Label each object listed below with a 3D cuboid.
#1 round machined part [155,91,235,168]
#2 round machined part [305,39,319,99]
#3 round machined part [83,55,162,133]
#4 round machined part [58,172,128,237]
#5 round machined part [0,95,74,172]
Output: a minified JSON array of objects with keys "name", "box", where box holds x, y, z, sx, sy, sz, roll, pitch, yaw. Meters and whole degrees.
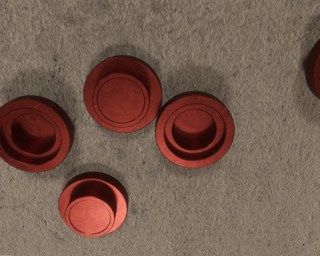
[{"name":"round machined part","box":[0.043,-0.001,0.401,0.099,0.042,0.097,0,110,-1]},{"name":"round machined part","box":[0.225,-0.076,0.376,0.099,0.042,0.097,0,110,-1]},{"name":"round machined part","box":[-0.046,-0.039,0.386,0.099,0.042,0.097,0,110,-1]},{"name":"round machined part","box":[-0.096,0.115,0.442,0.099,0.042,0.097,0,110,-1]},{"name":"round machined part","box":[-0.160,0.004,0.400,0.099,0.042,0.097,0,110,-1]}]
